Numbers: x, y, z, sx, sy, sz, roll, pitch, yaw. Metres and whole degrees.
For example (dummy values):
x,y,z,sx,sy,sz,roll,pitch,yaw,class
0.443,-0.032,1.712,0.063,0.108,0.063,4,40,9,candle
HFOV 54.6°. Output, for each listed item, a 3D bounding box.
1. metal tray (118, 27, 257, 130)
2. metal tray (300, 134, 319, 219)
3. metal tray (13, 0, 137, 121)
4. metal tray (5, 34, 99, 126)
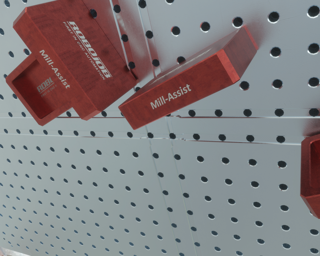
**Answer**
x,y,z,sx,sy,sz,roll,pitch,yaw,class
0.028,-0.050,0.323,0.130,0.090,0.030,-24,105,36,metal tray
0.198,0.028,0.279,0.130,0.090,0.030,-23,113,36,metal tray
-0.093,-0.084,0.366,0.030,0.090,0.130,-26,105,37,metal tray
-0.158,-0.065,0.451,0.130,0.030,0.090,-24,106,36,metal tray
